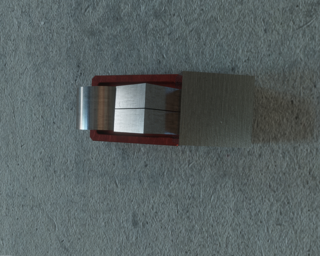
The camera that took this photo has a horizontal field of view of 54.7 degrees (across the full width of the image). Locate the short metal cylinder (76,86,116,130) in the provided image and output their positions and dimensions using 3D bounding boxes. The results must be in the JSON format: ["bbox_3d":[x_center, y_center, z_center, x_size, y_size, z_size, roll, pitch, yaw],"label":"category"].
[{"bbox_3d":[-0.063,-0.023,0.390,0.080,0.080,0.050,1,91,20],"label":"short metal cylinder"}]

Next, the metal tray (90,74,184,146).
[{"bbox_3d":[-0.029,-0.025,0.417,0.130,0.030,0.089,2,91,19],"label":"metal tray"}]

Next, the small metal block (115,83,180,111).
[{"bbox_3d":[-0.014,-0.033,0.346,0.050,0.050,0.025,3,90,46],"label":"small metal block"}]

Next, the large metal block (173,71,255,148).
[{"bbox_3d":[0.060,-0.020,0.360,0.081,0.050,0.079,3,91,-6],"label":"large metal block"}]

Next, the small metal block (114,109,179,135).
[{"bbox_3d":[-0.015,-0.007,0.346,0.050,0.050,0.025,3,90,46],"label":"small metal block"}]
